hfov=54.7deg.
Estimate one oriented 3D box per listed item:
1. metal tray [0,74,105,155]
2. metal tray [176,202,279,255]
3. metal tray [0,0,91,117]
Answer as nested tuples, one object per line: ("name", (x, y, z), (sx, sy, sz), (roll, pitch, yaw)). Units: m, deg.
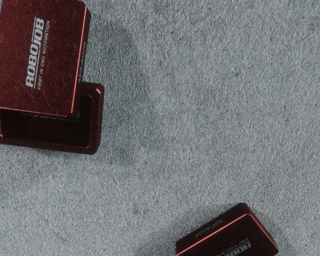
("metal tray", (-0.142, -0.018, 0.398), (0.131, 0.030, 0.089), (7, 110, -3))
("metal tray", (0.101, 0.184, 0.476), (0.130, 0.030, 0.090), (-35, 107, 12))
("metal tray", (-0.134, -0.082, 0.353), (0.091, 0.030, 0.129), (8, 90, -3))
